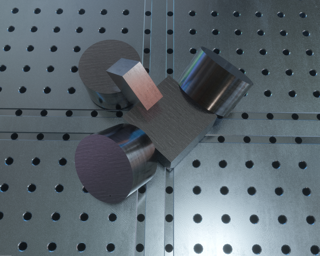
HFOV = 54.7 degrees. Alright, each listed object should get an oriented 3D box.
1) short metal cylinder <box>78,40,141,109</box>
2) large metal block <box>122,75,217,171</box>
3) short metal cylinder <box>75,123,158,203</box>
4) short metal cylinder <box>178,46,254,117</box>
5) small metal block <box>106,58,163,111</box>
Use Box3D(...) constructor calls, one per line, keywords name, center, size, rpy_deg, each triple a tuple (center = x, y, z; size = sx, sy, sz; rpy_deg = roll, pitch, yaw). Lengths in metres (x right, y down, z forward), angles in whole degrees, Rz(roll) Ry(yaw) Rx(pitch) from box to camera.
Box3D(name="short metal cylinder", center=(-0.064, -0.072, 0.421), size=(0.081, 0.050, 0.080), rpy_deg=(0, 70, 0))
Box3D(name="large metal block", center=(0.012, -0.005, 0.394), size=(0.080, 0.050, 0.080), rpy_deg=(43, 75, 14))
Box3D(name="short metal cylinder", center=(-0.050, 0.039, 0.358), size=(0.080, 0.050, 0.079), rpy_deg=(9, 108, 28))
Box3D(name="short metal cylinder", center=(0.070, -0.059, 0.393), size=(0.080, 0.080, 0.050), rpy_deg=(41, 114, 13))
Box3D(name="small metal block", center=(-0.030, -0.052, 0.361), size=(0.025, 0.050, 0.050), rpy_deg=(-43, 32, -12))
